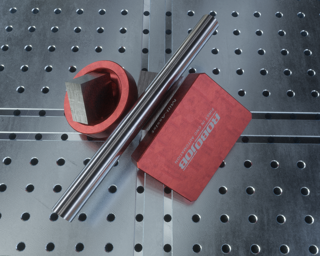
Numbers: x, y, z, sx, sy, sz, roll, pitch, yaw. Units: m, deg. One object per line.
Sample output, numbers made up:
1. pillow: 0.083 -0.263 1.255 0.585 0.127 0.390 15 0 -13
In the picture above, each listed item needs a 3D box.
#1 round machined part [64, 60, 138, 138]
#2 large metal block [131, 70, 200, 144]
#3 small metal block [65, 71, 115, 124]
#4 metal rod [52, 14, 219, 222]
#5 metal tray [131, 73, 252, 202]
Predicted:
1. round machined part: -0.071 -0.034 0.400 0.098 0.042 0.098 -7 71 23
2. large metal block: 0.008 -0.023 0.406 0.080 0.050 0.080 9 70 3
3. small metal block: -0.084 -0.039 0.382 0.025 0.050 0.050 12 30 31
4. metal rod: -0.018 -0.025 0.367 0.025 0.025 0.300 33 73 11
5. metal tray: 0.039 0.011 0.370 0.090 0.030 0.130 36 86 -21
